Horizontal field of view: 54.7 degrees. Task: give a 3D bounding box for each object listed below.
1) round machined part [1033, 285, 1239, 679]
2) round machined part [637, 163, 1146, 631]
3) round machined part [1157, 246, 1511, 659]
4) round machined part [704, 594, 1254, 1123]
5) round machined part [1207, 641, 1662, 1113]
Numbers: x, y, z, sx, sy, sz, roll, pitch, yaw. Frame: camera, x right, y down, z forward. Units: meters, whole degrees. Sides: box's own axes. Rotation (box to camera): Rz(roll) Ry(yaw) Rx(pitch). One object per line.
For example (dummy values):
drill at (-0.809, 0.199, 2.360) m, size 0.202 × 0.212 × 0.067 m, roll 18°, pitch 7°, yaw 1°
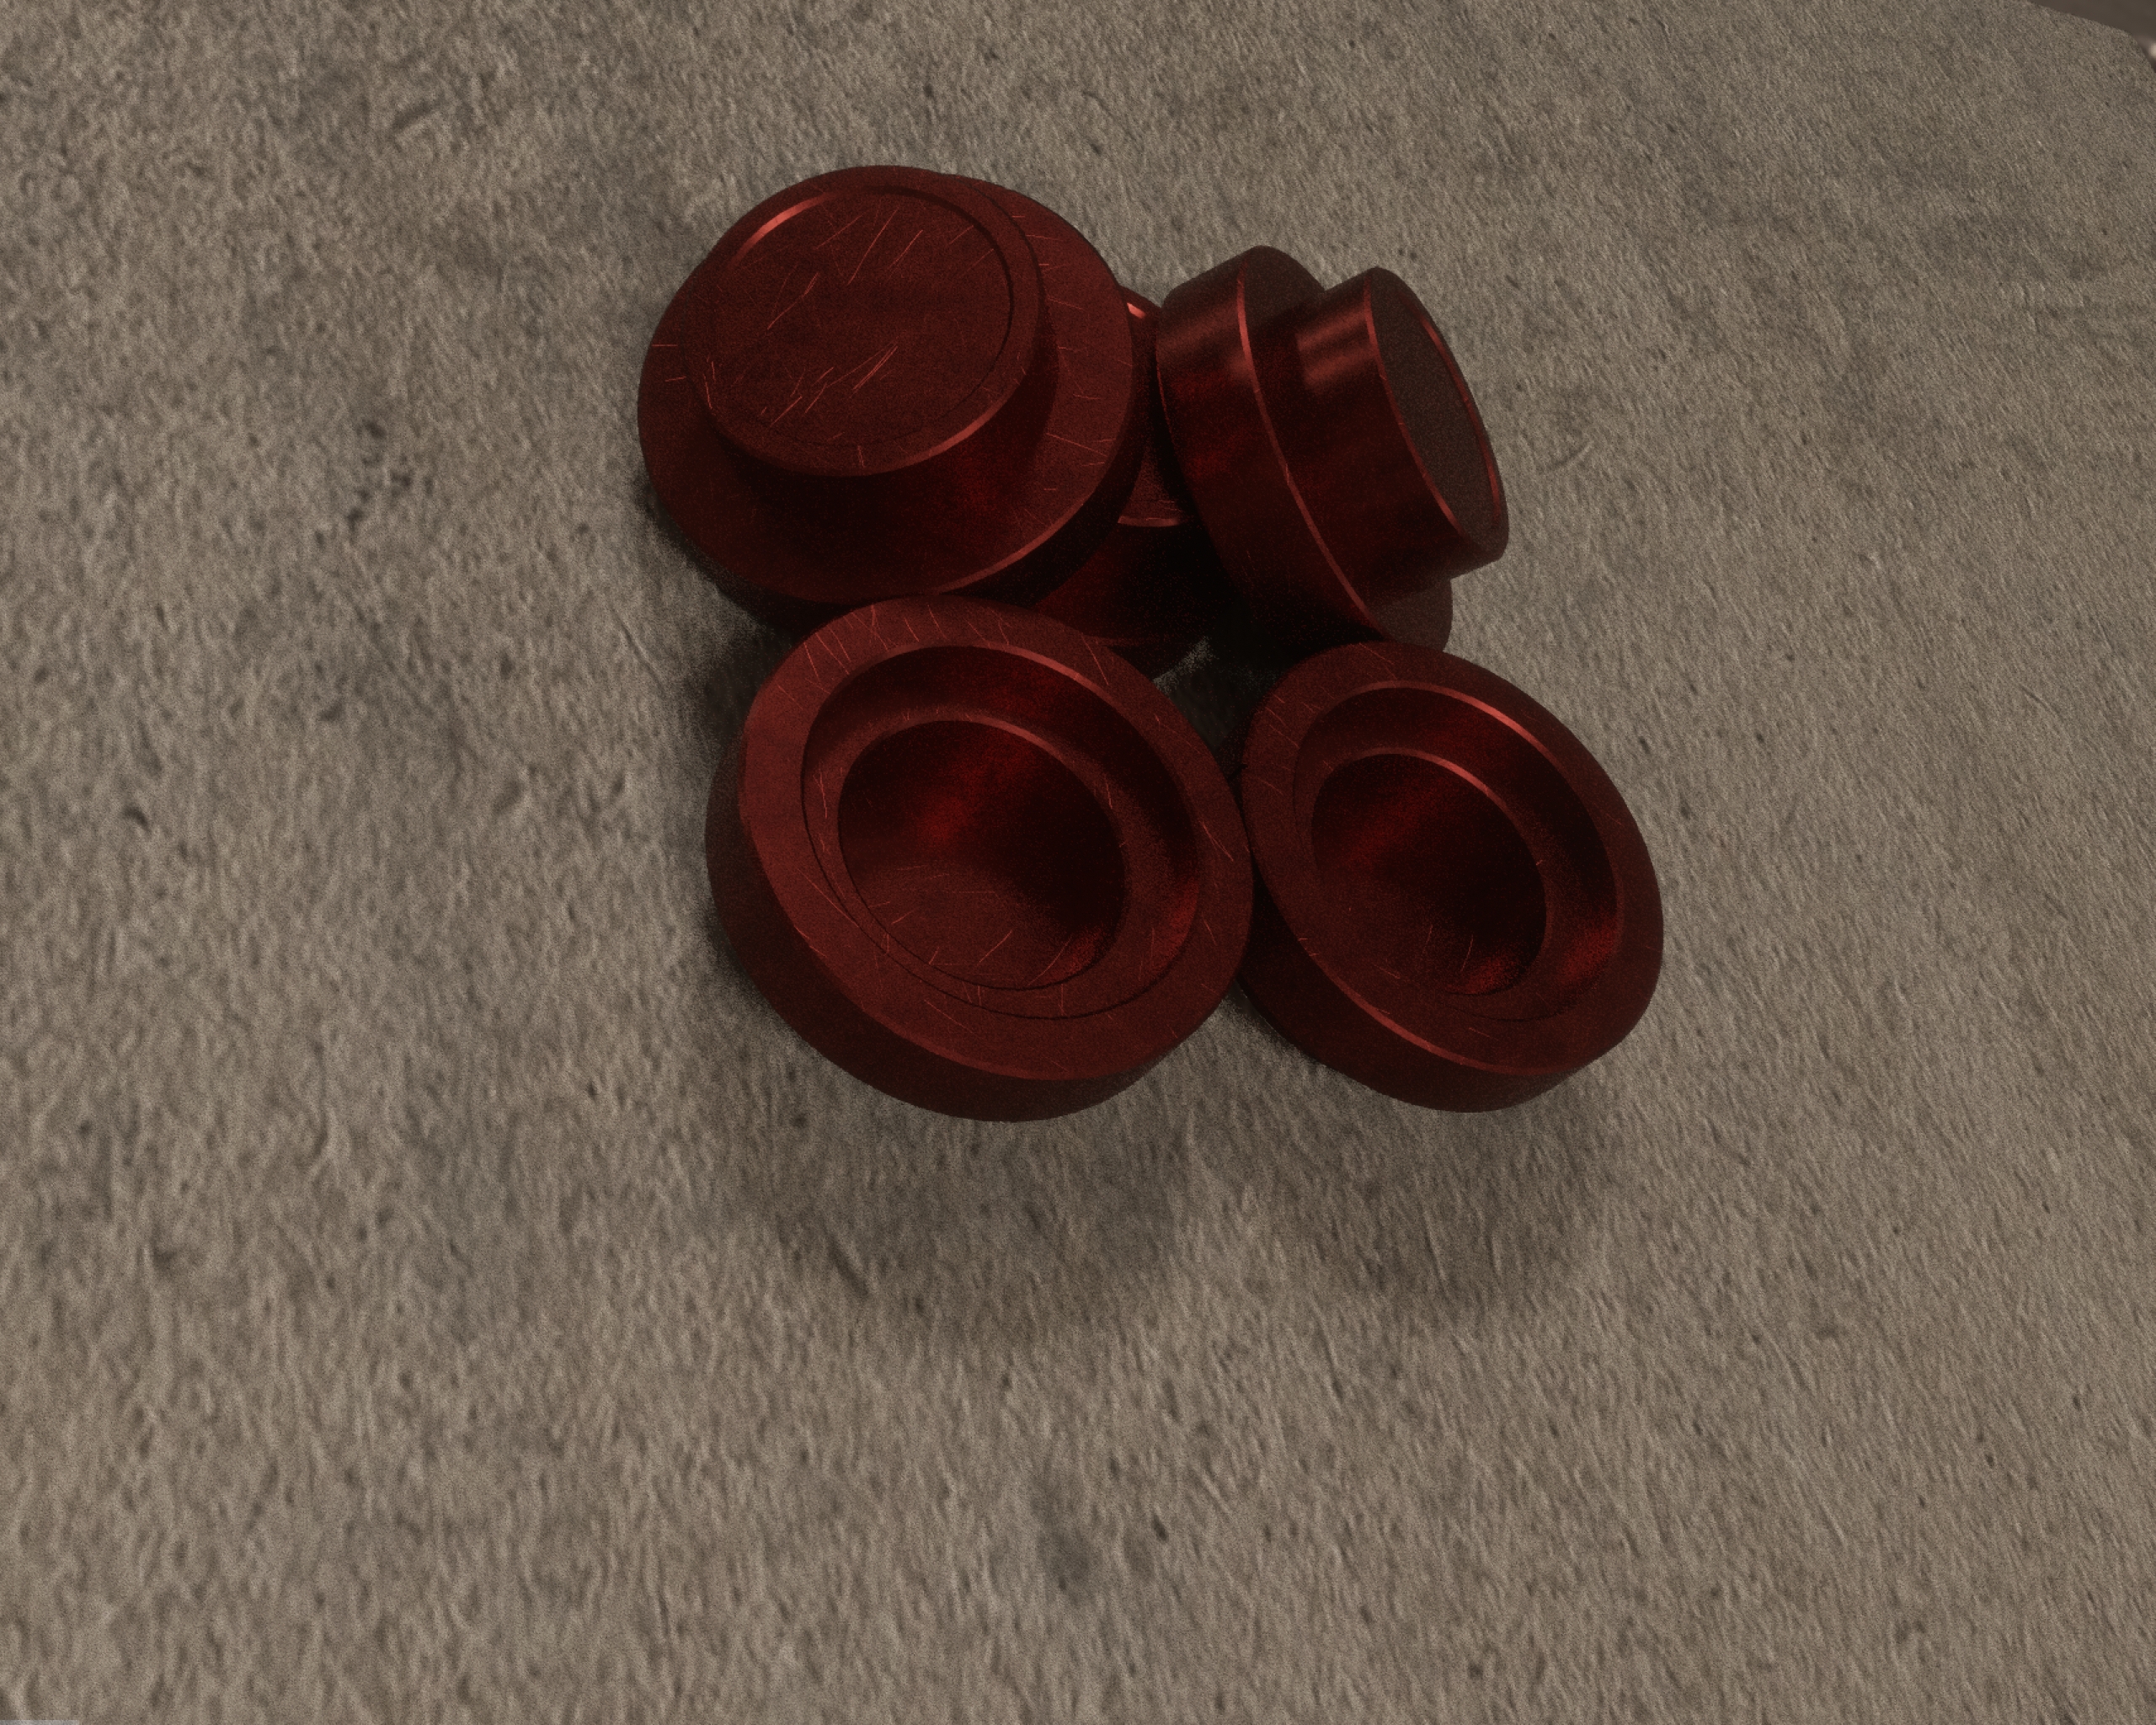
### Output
round machined part at (-0.003, -0.088, 0.447) m, size 0.099 × 0.042 × 0.098 m, roll 14°, pitch 56°, yaw -21°
round machined part at (-0.037, -0.094, 0.402) m, size 0.099 × 0.042 × 0.098 m, roll -2°, pitch 69°, yaw 6°
round machined part at (0.061, -0.090, 0.456) m, size 0.098 × 0.042 × 0.098 m, roll 41°, pitch 38°, yaw -42°
round machined part at (-0.021, 0.003, 0.383) m, size 0.099 × 0.042 × 0.098 m, roll 14°, pitch 56°, yaw -21°
round machined part at (0.067, 0.006, 0.428) m, size 0.099 × 0.042 × 0.098 m, roll 14°, pitch 56°, yaw -21°
